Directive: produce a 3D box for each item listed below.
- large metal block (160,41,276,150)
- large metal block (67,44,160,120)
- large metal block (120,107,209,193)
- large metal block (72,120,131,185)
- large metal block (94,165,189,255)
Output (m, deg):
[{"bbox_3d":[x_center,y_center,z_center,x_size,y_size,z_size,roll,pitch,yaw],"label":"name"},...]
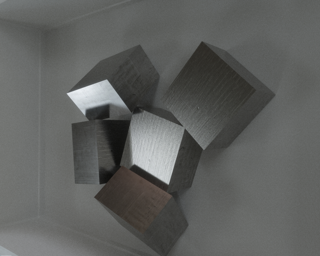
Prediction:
[{"bbox_3d":[0.060,-0.033,0.337,0.080,0.050,0.080,51,120,27],"label":"large metal block"},{"bbox_3d":[-0.060,-0.058,0.409,0.080,0.080,0.050,-10,126,40],"label":"large metal block"},{"bbox_3d":[0.004,0.024,0.385,0.080,0.050,0.079,24,105,37],"label":"large metal block"},{"bbox_3d":[-0.070,0.031,0.425,0.050,0.081,0.080,-7,86,39],"label":"large metal block"},{"bbox_3d":[-0.020,0.102,0.376,0.080,0.080,0.050,25,63,35],"label":"large metal block"}]
